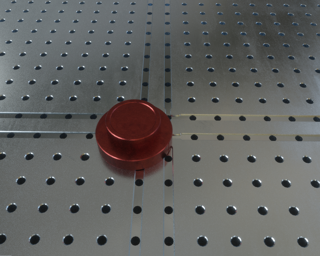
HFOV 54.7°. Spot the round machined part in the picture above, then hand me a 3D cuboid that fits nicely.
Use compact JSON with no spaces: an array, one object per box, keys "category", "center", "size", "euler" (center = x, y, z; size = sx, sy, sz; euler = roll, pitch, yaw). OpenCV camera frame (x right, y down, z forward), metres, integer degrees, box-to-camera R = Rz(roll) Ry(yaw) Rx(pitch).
[{"category":"round machined part","center":[-0.033,0.001,0.395],"size":[0.099,0.042,0.098],"euler":[0,50,0]}]
